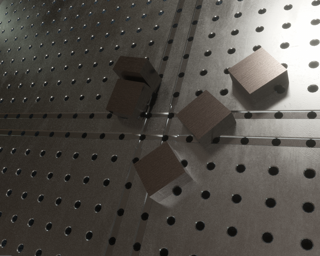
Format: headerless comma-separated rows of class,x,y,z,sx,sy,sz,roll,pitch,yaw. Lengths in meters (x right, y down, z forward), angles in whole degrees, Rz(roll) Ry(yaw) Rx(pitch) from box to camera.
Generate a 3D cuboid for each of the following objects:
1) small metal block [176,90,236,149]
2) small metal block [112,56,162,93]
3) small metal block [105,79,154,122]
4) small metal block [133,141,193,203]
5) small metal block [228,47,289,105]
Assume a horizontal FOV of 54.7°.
small metal block,0.057,-0.012,0.385,0.050,0.025,0.050,-40,51,0
small metal block,-0.033,-0.078,0.456,0.050,0.050,0.025,14,69,33
small metal block,-0.044,-0.041,0.449,0.050,0.025,0.050,14,79,33
small metal block,0.003,0.053,0.373,0.050,0.025,0.050,-35,51,4
small metal block,0.121,-0.065,0.384,0.050,0.025,0.050,-34,52,5
